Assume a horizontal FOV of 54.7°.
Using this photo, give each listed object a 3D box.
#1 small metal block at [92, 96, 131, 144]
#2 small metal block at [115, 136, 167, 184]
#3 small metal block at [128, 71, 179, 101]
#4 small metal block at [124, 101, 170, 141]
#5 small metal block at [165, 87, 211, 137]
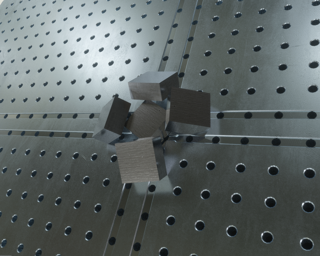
[{"bbox_3d":[-0.068,-0.010,0.434,0.050,0.025,0.050,-28,42,56],"label":"small metal block"},{"bbox_3d":[-0.023,0.039,0.379,0.050,0.025,0.050,-9,94,23],"label":"small metal block"},{"bbox_3d":[-0.008,-0.059,0.431,0.050,0.025,0.050,6,29,31],"label":"small metal block"},{"bbox_3d":[-0.013,-0.006,0.416,0.050,0.025,0.050,-49,52,-7],"label":"small metal block"},{"bbox_3d":[0.035,-0.020,0.386,0.050,0.025,0.050,9,60,-7],"label":"small metal block"}]
